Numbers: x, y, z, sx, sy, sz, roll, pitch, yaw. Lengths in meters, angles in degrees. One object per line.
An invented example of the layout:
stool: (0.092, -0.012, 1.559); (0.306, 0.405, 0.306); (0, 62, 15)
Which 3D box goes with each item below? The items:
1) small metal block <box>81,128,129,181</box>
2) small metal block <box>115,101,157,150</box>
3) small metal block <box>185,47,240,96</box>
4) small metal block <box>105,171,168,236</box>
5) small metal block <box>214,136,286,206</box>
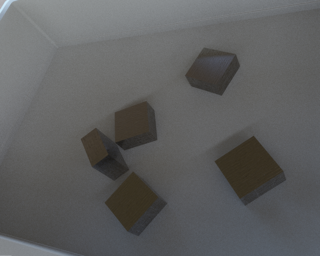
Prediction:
small metal block: (-0.072, 0.035, 0.406); (0.025, 0.050, 0.050); (-37, 51, 4)
small metal block: (-0.034, -0.003, 0.425); (0.050, 0.025, 0.050); (-18, 55, 17)
small metal block: (0.071, -0.077, 0.416); (0.050, 0.025, 0.050); (24, 74, 36)
small metal block: (-0.029, 0.089, 0.366); (0.050, 0.025, 0.050); (-48, 51, -5)
small metal block: (0.095, 0.045, 0.328); (0.050, 0.025, 0.050); (-34, 51, 5)
